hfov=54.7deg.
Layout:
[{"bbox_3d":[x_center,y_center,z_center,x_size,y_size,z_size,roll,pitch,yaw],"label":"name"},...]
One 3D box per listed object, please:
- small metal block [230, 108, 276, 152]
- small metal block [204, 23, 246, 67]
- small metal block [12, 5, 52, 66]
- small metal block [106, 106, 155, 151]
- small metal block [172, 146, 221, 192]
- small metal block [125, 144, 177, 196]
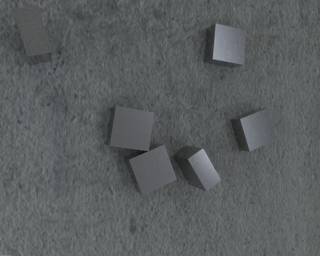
[{"bbox_3d":[0.139,0.002,0.462,0.050,0.025,0.050,-20,97,-19],"label":"small metal block"},{"bbox_3d":[0.094,-0.117,0.445,0.050,0.025,0.050,5,88,-20],"label":"small metal block"},{"bbox_3d":[-0.140,-0.101,0.344,0.025,0.050,0.050,-17,96,-19],"label":"small metal block"},{"bbox_3d":[-0.038,0.001,0.396,0.050,0.025,0.050,10,87,-20],"label":"small metal block"},{"bbox_3d":[0.048,0.053,0.415,0.025,0.050,0.050,-34,101,-17],"label":"small metal block"},{"bbox_3d":[-0.012,0.053,0.406,0.050,0.025,0.050,-22,98,-19],"label":"small metal block"}]
